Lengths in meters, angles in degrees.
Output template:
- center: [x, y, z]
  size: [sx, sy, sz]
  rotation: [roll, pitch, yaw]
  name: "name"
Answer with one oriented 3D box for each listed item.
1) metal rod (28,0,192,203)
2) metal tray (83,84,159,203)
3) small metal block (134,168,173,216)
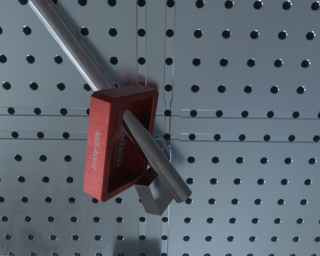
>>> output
- center: [-0.055, -0.029, 0.382]
  size: [0.025, 0.025, 0.299]
  rotation: [-34, 100, 11]
  name: "metal rod"
- center: [-0.047, 0.016, 0.383]
  size: [0.030, 0.091, 0.129]
  rotation: [20, 113, 28]
  name: "metal tray"
- center: [-0.004, 0.083, 0.426]
  size: [0.025, 0.050, 0.050]
  rotation: [-1, 119, 36]
  name: "small metal block"
